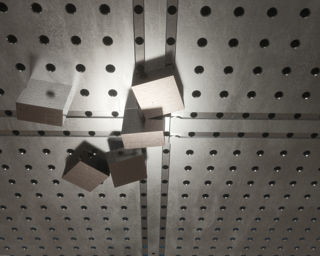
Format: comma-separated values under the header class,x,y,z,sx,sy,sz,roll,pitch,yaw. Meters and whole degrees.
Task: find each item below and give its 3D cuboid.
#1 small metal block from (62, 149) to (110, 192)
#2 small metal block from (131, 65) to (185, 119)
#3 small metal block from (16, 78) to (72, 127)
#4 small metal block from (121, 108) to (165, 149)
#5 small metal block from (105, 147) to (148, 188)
class,x,y,z,sx,sy,sz,roll,pitch,yaw
small metal block,-0.110,0.065,0.465,0.050,0.025,0.050,35,122,-26
small metal block,-0.001,-0.043,0.375,0.050,0.025,0.050,-14,129,11
small metal block,-0.135,-0.031,0.367,0.050,0.050,0.025,9,129,-9
small metal block,-0.020,-0.001,0.394,0.050,0.050,0.025,-5,130,4
small metal block,-0.048,0.054,0.448,0.050,0.025,0.050,-15,131,-11
